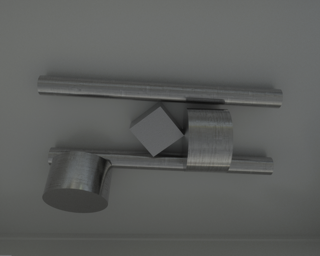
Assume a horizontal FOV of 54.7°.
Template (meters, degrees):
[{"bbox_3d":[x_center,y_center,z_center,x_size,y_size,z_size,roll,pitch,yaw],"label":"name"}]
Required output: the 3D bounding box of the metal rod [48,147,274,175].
[{"bbox_3d":[0.003,0.046,0.426,0.302,0.025,0.025,3,110,-2],"label":"metal rod"}]

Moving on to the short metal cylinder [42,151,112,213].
[{"bbox_3d":[-0.105,0.072,0.403,0.081,0.050,0.080,1,144,1],"label":"short metal cylinder"}]

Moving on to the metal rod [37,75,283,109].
[{"bbox_3d":[0.002,-0.045,0.392,0.302,0.025,0.025,3,110,-2],"label":"metal rod"}]

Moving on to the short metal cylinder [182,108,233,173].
[{"bbox_3d":[0.057,0.015,0.387,0.050,0.080,0.079,2,110,-1],"label":"short metal cylinder"}]

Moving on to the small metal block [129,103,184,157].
[{"bbox_3d":[-0.004,0.001,0.410,0.050,0.025,0.050,-36,107,12],"label":"small metal block"}]
